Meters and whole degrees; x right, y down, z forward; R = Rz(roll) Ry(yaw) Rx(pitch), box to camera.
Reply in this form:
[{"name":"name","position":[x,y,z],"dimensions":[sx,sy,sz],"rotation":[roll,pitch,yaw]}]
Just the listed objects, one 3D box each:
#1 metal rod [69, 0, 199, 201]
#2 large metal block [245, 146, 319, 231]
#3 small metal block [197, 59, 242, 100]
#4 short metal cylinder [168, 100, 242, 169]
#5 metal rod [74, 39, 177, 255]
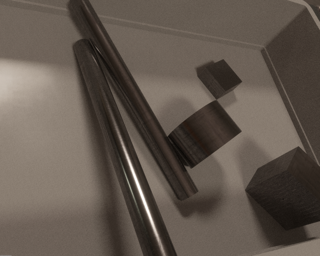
[{"name":"metal rod","position":[-0.037,-0.046,0.398],"dimensions":[0.025,0.025,0.299],"rotation":[-24,79,-37]},{"name":"large metal block","position":[0.179,0.084,0.418],"dimensions":[0.080,0.080,0.050],"rotation":[45,51,2]},{"name":"small metal block","position":[0.099,-0.081,0.511],"dimensions":[0.050,0.025,0.050],"rotation":[-30,79,-38]},{"name":"short metal cylinder","position":[0.057,0.009,0.397],"dimensions":[0.081,0.080,0.050],"rotation":[-30,79,-38]},{"name":"metal rod","position":[-0.050,-0.001,0.331],"dimensions":[0.025,0.025,0.299],"rotation":[-2,47,-29]}]
